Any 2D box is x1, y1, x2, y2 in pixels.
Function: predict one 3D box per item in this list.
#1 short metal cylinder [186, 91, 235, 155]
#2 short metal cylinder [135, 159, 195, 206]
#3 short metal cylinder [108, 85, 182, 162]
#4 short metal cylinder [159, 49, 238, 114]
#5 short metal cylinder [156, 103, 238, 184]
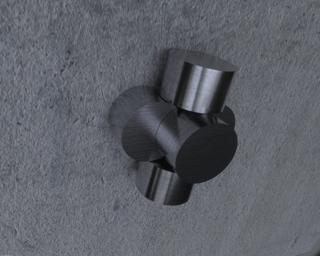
[{"bbox_3d":[0.053,-0.007,0.419,0.081,0.050,0.079,-14,125,-21],"label":"short metal cylinder"},{"bbox_3d":[0.011,0.058,0.417,0.081,0.080,0.050,0,118,-29],"label":"short metal cylinder"},{"bbox_3d":[-0.017,-0.006,0.380,0.081,0.050,0.079,-14,125,-21],"label":"short metal cylinder"},{"bbox_3d":[0.044,-0.057,0.364,0.081,0.080,0.050,0,119,-29],"label":"short metal cylinder"},{"bbox_3d":[0.042,0.018,0.362,0.081,0.050,0.079,-14,125,-21],"label":"short metal cylinder"}]
